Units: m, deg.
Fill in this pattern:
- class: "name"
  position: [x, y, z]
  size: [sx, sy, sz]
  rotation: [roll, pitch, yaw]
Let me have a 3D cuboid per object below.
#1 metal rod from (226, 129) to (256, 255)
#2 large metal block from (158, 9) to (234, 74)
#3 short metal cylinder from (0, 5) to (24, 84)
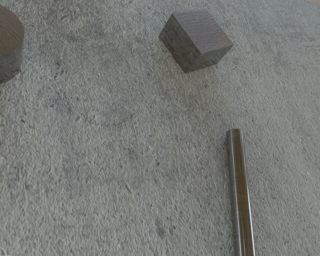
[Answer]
- class: "metal rod"
  position: [0.102, 0.133, 0.376]
  size: [0.025, 0.025, 0.300]
  rotation: [17, 55, -19]
- class: "large metal block"
  position: [0.059, -0.143, 0.507]
  size: [0.081, 0.050, 0.080]
  rotation: [-24, 75, -36]
- class: "short metal cylinder"
  position: [-0.195, -0.093, 0.340]
  size: [0.081, 0.050, 0.080]
  rotation: [14, 56, -21]
